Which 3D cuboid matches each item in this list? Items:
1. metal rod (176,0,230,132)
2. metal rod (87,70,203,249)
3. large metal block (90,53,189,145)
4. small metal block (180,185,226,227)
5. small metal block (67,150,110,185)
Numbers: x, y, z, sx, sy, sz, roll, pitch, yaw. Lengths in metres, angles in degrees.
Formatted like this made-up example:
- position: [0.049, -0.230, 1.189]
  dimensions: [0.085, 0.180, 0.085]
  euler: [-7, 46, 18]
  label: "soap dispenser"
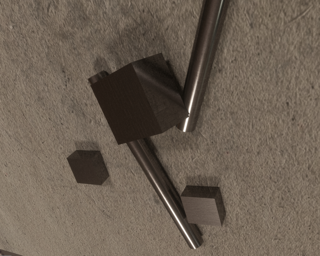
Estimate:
- position: [0.054, -0.122, 0.301]
  dimensions: [0.025, 0.025, 0.298]
  euler: [21, 126, 15]
  label: "metal rod"
- position: [-0.014, 0.055, 0.446]
  dimensions: [0.025, 0.025, 0.299]
  euler: [-18, 109, 35]
  label: "metal rod"
- position: [-0.025, -0.032, 0.365]
  dimensions: [0.080, 0.050, 0.080]
  euler: [-16, 101, 45]
  label: "large metal block"
- position: [0.062, 0.111, 0.441]
  dimensions: [0.050, 0.025, 0.050]
  euler: [-3, 117, 29]
  label: "small metal block"
- position: [-0.117, 0.064, 0.506]
  dimensions: [0.050, 0.025, 0.050]
  euler: [-1, 118, 28]
  label: "small metal block"
